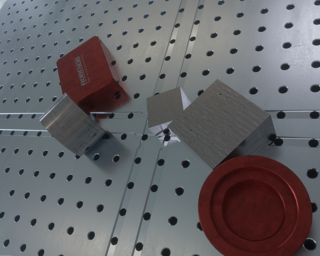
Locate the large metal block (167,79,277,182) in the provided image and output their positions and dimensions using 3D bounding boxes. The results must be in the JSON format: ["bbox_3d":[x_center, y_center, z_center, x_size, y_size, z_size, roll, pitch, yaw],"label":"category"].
[{"bbox_3d":[0.070,0.004,0.353,0.080,0.050,0.080,-43,51,-2],"label":"large metal block"}]

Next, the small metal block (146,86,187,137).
[{"bbox_3d":[0.011,-0.022,0.416,0.050,0.025,0.050,-17,55,18],"label":"small metal block"}]

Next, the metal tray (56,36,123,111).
[{"bbox_3d":[-0.123,-0.090,0.525,0.090,0.030,0.130,-31,52,8],"label":"metal tray"}]

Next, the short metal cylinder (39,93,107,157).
[{"bbox_3d":[-0.121,-0.005,0.440,0.050,0.080,0.080,-46,51,-4],"label":"short metal cylinder"}]

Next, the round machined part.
[{"bbox_3d":[0.089,0.079,0.296,0.098,0.042,0.098,-7,65,16],"label":"round machined part"}]
